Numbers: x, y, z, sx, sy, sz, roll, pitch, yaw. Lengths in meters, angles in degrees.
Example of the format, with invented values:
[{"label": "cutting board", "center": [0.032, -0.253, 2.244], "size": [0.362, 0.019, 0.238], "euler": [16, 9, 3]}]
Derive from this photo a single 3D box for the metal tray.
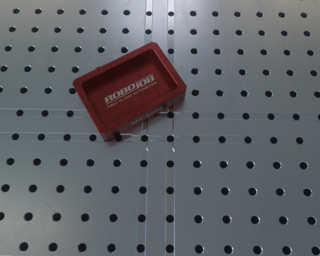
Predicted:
[{"label": "metal tray", "center": [-0.041, -0.053, 0.428], "size": [0.131, 0.030, 0.090], "euler": [-29, 73, -10]}]
